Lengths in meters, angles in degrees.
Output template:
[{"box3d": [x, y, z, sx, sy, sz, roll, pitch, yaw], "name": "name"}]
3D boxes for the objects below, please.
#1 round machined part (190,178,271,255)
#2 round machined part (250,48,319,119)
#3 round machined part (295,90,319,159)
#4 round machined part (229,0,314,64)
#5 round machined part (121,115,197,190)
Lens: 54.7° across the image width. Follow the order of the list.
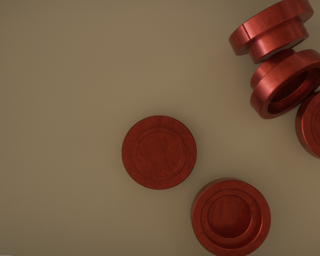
[{"box3d": [0.089, 0.113, 0.404, 0.099, 0.042, 0.097, 0, 90, -1], "name": "round machined part"}, {"box3d": [0.153, -0.059, 0.384, 0.098, 0.098, 0.042, -31, 61, 0], "name": "round machined part"}, {"box3d": [0.225, -0.005, 0.406, 0.099, 0.042, 0.097, 0, 90, -1], "name": "round machined part"}, {"box3d": [0.138, -0.112, 0.375, 0.098, 0.098, 0.042, -25, 86, 0], "name": "round machined part"}, {"box3d": [-0.001, 0.032, 0.403, 0.099, 0.042, 0.097, 0, 90, -1], "name": "round machined part"}]
